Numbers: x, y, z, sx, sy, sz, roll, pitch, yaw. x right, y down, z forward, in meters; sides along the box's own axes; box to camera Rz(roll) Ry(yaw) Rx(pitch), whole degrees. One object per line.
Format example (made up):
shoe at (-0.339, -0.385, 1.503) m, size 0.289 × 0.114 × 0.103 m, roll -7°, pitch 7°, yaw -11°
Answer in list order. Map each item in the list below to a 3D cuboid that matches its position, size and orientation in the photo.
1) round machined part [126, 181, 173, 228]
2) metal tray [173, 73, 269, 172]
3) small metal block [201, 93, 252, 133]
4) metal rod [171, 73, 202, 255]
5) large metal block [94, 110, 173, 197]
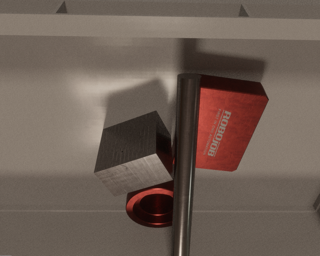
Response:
round machined part at (-0.004, 0.113, 0.493) m, size 0.099 × 0.042 × 0.097 m, roll -1°, pitch 128°, yaw 0°
metal tray at (0.070, -0.002, 0.396) m, size 0.091 × 0.030 × 0.129 m, roll 7°, pitch 130°, yaw -6°
small metal block at (0.080, -0.024, 0.390) m, size 0.050 × 0.025 × 0.050 m, roll 10°, pitch 130°, yaw -9°
metal rod at (0.029, 0.082, 0.381) m, size 0.025 × 0.025 × 0.298 m, roll 0°, pitch 114°, yaw -1°
large metal block at (-0.031, 0.032, 0.400) m, size 0.080 × 0.080 × 0.050 m, roll -19°, pitch 128°, yaw 15°
